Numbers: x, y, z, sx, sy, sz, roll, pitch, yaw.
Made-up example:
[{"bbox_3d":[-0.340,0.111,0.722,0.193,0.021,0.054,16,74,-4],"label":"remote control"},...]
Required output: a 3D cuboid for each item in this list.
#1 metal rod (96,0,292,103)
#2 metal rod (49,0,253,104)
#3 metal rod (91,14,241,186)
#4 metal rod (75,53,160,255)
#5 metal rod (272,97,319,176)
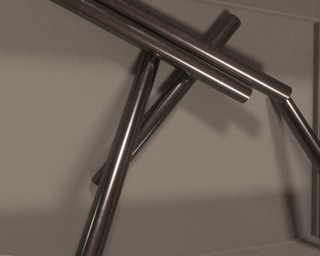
[{"bbox_3d":[0.040,-0.109,0.403,0.301,0.025,0.025,25,81,-10],"label":"metal rod"},{"bbox_3d":[-0.016,-0.108,0.386,0.301,0.025,0.025,26,81,-12],"label":"metal rod"},{"bbox_3d":[0.016,-0.042,0.417,0.025,0.025,0.300,42,76,-16],"label":"metal rod"},{"bbox_3d":[-0.047,0.040,0.342,0.025,0.025,0.300,25,62,-19],"label":"metal rod"},{"bbox_3d":[0.242,0.070,0.435,0.025,0.025,0.299,-19,71,-19],"label":"metal rod"}]
